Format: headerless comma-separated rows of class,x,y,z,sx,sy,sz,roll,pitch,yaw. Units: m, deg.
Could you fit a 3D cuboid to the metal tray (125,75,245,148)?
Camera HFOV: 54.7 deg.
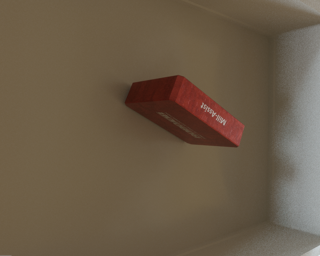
metal tray,0.033,-0.016,0.389,0.130,0.090,0.030,31,71,-37
